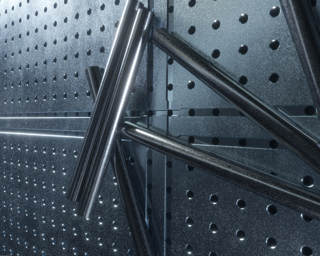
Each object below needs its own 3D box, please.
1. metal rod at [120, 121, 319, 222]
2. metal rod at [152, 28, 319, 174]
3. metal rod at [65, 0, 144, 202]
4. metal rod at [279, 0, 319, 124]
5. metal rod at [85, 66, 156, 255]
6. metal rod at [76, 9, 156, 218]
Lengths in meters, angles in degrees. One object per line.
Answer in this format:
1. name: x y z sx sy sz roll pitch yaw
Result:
1. metal rod: 0.063 0.042 0.358 0.300 0.025 0.025 20 103 38
2. metal rod: 0.091 -0.030 0.334 0.300 0.025 0.025 45 117 30
3. metal rod: -0.081 -0.037 0.450 0.025 0.025 0.299 22 95 38
4. metal rod: 0.126 -0.141 0.305 0.025 0.025 0.299 -22 76 38
5. metal rod: -0.063 0.044 0.462 0.025 0.025 0.299 -30 72 36
6. metal rod: -0.064 -0.017 0.438 0.025 0.025 0.299 22 96 38
